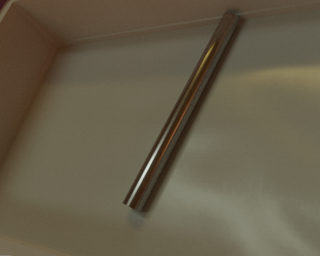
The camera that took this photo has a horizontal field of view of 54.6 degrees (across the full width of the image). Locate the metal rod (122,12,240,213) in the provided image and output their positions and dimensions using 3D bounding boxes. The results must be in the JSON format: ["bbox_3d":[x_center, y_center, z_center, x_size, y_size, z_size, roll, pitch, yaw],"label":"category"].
[{"bbox_3d":[0.035,-0.032,0.407,0.025,0.025,0.300,17,70,35],"label":"metal rod"}]
